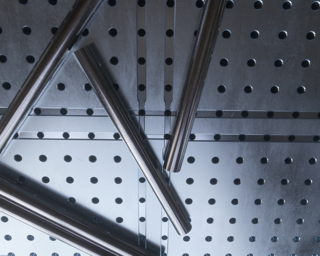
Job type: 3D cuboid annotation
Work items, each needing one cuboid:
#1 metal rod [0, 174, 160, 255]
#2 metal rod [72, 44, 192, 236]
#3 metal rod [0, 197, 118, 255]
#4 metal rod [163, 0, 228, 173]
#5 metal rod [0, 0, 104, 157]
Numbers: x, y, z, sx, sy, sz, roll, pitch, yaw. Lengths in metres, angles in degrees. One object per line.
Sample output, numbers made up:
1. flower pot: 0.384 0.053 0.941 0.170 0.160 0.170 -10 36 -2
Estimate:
1. metal rod: -0.123 0.144 0.464 0.301 0.025 0.025 32 107 -12
2. metal rod: -0.030 0.029 0.423 0.025 0.025 0.299 -25 109 8
3. metal rod: -0.157 0.152 0.467 0.301 0.025 0.025 32 107 -12
4. metal rod: 0.049 -0.080 0.384 0.025 0.025 0.298 12 110 -5
5. metal rod: -0.146 -0.069 0.385 0.025 0.025 0.299 36 106 -13
